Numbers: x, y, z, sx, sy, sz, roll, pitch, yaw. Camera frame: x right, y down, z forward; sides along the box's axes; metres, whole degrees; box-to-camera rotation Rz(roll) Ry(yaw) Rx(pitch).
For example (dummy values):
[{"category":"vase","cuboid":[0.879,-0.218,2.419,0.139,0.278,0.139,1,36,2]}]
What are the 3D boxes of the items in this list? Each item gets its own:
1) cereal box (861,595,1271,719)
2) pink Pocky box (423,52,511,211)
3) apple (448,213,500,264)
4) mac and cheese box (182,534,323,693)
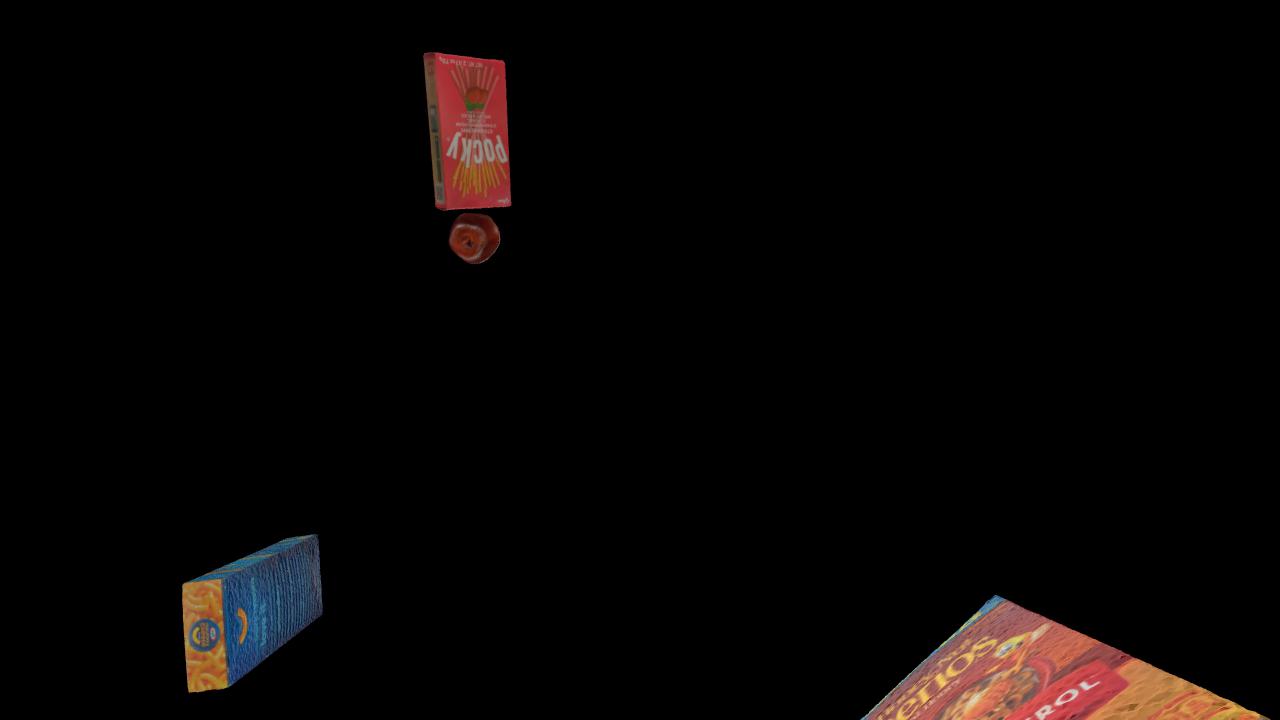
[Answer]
[{"category":"cereal box","cuboid":[0.167,0.226,0.302,0.081,0.203,0.306,47,3,21]},{"category":"pink Pocky box","cuboid":[-0.183,-0.242,0.664,0.084,0.155,0.029,-17,27,-42]},{"category":"apple","cuboid":[-0.257,-0.191,0.961,0.079,0.079,0.093,0,25,3]},{"category":"mac and cheese box","cuboid":[-0.369,0.236,0.602,0.041,0.093,0.184,-5,-5,-5]}]
